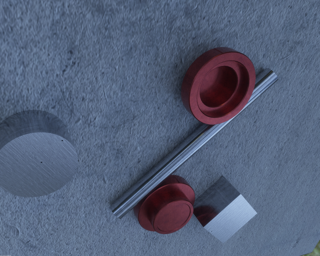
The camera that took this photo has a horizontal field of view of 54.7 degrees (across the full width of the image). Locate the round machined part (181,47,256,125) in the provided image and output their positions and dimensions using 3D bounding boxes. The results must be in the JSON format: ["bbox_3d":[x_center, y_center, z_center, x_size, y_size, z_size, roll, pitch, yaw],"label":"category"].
[{"bbox_3d":[0.070,-0.057,0.399,0.099,0.042,0.097,-14,124,-21],"label":"round machined part"}]

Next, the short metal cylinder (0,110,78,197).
[{"bbox_3d":[-0.135,0.027,0.334,0.081,0.050,0.079,-14,124,-21],"label":"short metal cylinder"}]

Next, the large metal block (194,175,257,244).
[{"bbox_3d":[0.110,0.143,0.539,0.080,0.050,0.080,-42,130,1],"label":"large metal block"}]

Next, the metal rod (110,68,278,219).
[{"bbox_3d":[0.049,0.022,0.447,0.300,0.025,0.025,-41,130,0],"label":"metal rod"}]

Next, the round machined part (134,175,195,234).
[{"bbox_3d":[0.013,0.125,0.480,0.099,0.042,0.097,-14,124,-21],"label":"round machined part"}]
